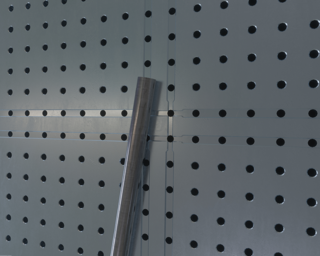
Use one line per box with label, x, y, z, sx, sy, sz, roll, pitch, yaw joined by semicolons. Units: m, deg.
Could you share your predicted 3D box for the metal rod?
metal rod;-0.041;0.080;0.427;0.025;0.025;0.298;10;93;20
